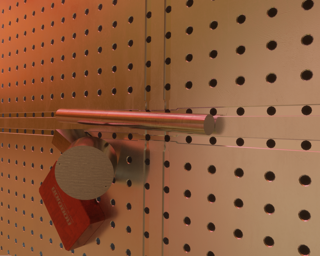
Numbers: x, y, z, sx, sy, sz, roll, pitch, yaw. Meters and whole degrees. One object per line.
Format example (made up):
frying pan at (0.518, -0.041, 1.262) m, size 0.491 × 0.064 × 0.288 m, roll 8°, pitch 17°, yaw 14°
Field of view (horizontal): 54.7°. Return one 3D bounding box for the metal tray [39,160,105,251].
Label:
metal tray at (-0.155, 0.129, 0.531) m, size 0.090 × 0.030 × 0.130 m, roll -52°, pitch 60°, yaw 27°

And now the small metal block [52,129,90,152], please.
small metal block at (-0.138, 0.024, 0.504) m, size 0.050 × 0.050 × 0.025 m, roll 33°, pitch 110°, yaw 35°

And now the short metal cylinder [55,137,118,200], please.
short metal cylinder at (-0.105, 0.057, 0.450) m, size 0.081 × 0.050 × 0.079 m, roll -1°, pitch 103°, yaw -2°

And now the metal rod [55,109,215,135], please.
metal rod at (-0.059, -0.013, 0.455) m, size 0.300 × 0.025 × 0.025 m, roll 5°, pitch 93°, yaw 39°
